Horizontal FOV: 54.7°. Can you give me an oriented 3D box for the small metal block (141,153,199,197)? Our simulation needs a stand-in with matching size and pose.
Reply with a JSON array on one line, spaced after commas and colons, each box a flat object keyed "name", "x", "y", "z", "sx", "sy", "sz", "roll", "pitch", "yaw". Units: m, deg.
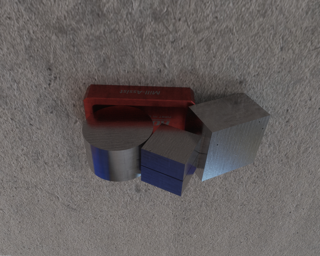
[{"name": "small metal block", "x": 0.012, "y": 0.045, "z": 0.361, "sx": 0.050, "sy": 0.050, "sz": 0.025, "roll": 19, "pitch": 131, "yaw": 18}]

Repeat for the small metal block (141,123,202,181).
[{"name": "small metal block", "x": 0.013, "y": 0.025, "z": 0.345, "sx": 0.050, "sy": 0.050, "sz": 0.025, "roll": 19, "pitch": 131, "yaw": 18}]

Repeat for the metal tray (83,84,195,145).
[{"name": "metal tray", "x": -0.025, "y": -0.009, "z": 0.397, "sx": 0.131, "sy": 0.030, "sz": 0.089, "roll": 2, "pitch": 130, "yaw": -2}]

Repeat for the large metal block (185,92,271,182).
[{"name": "large metal block", "x": 0.078, "y": 0.010, "z": 0.383, "sx": 0.081, "sy": 0.050, "sz": 0.079, "roll": -15, "pitch": 134, "yaw": -22}]

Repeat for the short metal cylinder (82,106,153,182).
[{"name": "short metal cylinder", "x": -0.048, "y": 0.017, "z": 0.370, "sx": 0.081, "sy": 0.080, "sz": 0.050, "roll": 1, "pitch": 130, "yaw": -1}]
